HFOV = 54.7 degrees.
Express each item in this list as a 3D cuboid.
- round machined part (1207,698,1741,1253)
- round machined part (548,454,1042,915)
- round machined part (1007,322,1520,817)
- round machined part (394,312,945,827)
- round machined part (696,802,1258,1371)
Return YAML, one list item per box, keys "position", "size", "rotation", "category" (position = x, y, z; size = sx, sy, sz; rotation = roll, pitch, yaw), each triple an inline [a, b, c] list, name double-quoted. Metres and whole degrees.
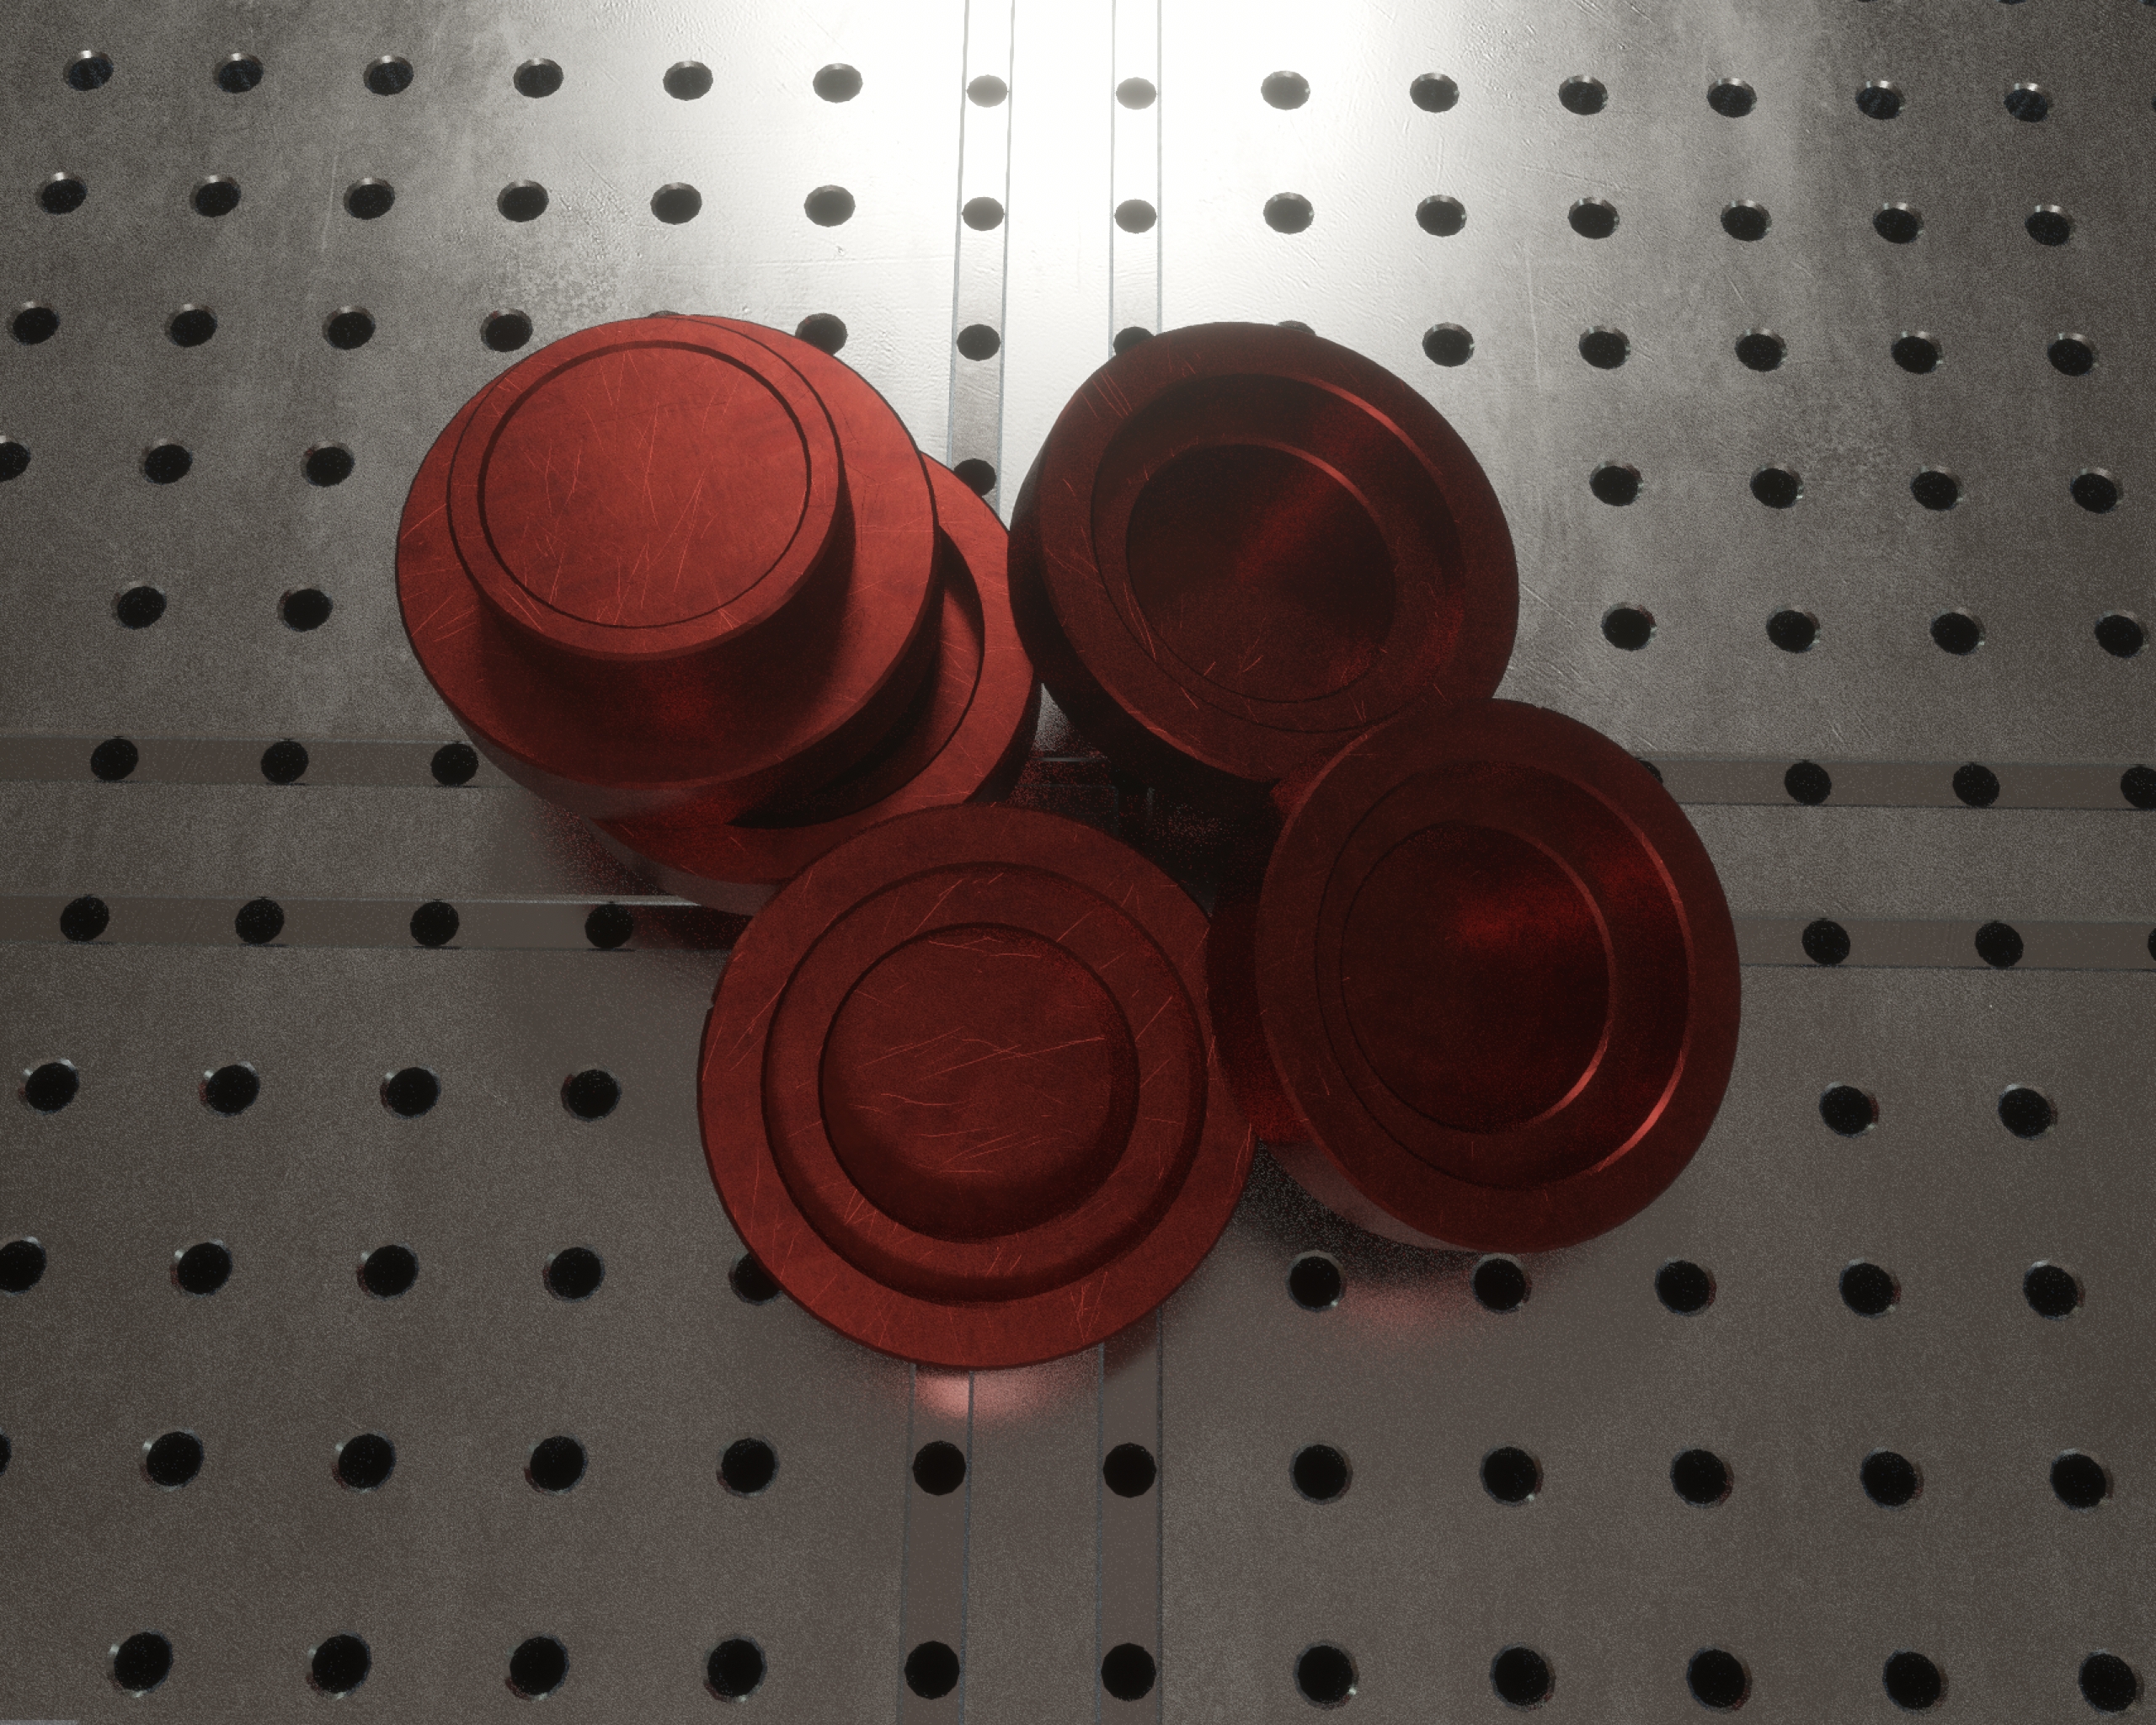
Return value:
- position: [0.068, 0.022, 0.383]
  size: [0.099, 0.042, 0.097]
  rotation: [3, 80, -21]
  category: "round machined part"
- position: [-0.056, -0.035, 0.414]
  size: [0.099, 0.042, 0.098]
  rotation: [0, 70, -1]
  category: "round machined part"
- position: [0.033, -0.054, 0.413]
  size: [0.099, 0.042, 0.098]
  rotation: [6, 70, -16]
  category: "round machined part"
- position: [-0.075, -0.059, 0.378]
  size: [0.099, 0.042, 0.098]
  rotation: [0, 70, -1]
  category: "round machined part"
- position: [-0.019, 0.040, 0.379]
  size: [0.099, 0.042, 0.097]
  rotation: [1, 84, -10]
  category: "round machined part"
